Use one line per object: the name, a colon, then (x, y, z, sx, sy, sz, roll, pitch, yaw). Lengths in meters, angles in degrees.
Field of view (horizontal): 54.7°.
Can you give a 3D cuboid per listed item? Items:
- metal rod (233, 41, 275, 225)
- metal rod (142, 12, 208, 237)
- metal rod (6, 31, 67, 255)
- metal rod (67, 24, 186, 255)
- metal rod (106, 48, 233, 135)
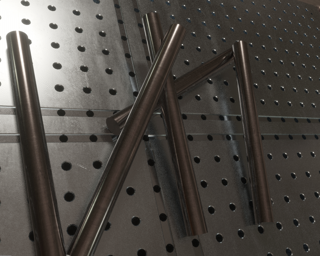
metal rod: (0.139, -0.009, 0.473, 0.025, 0.025, 0.299, 12, 62, -23)
metal rod: (0.015, -0.017, 0.401, 0.025, 0.025, 0.299, -2, 71, -29)
metal rod: (-0.132, 0.020, 0.325, 0.025, 0.025, 0.299, -5, 64, -31)
metal rod: (-0.027, -0.004, 0.354, 0.025, 0.025, 0.300, 27, 65, -12)
metal rod: (0.040, -0.069, 0.473, 0.302, 0.025, 0.025, -35, 82, -39)
